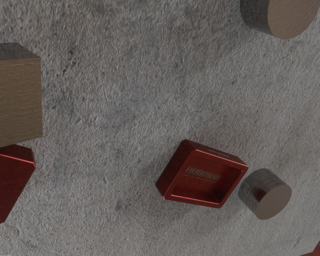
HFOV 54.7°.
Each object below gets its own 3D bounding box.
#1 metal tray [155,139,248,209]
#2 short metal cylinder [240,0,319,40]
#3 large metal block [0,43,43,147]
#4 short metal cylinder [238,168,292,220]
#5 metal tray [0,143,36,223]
[{"bbox_3d":[0.068,0.076,0.487,0.131,0.030,0.090,19,108,-36],"label":"metal tray"},{"bbox_3d":[0.146,-0.154,0.375,0.081,0.050,0.079,-14,124,-21],"label":"short metal cylinder"},{"bbox_3d":[-0.155,-0.028,0.274,0.081,0.050,0.079,-17,127,-41],"label":"large metal block"},{"bbox_3d":[0.193,0.122,0.571,0.081,0.050,0.079,-14,124,-21],"label":"short metal cylinder"},{"bbox_3d":[-0.211,0.048,0.318,0.131,0.030,0.090,24,106,-37],"label":"metal tray"}]
